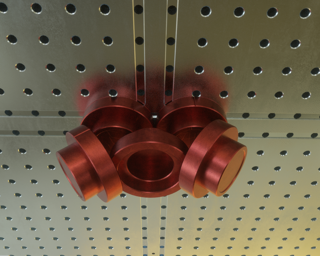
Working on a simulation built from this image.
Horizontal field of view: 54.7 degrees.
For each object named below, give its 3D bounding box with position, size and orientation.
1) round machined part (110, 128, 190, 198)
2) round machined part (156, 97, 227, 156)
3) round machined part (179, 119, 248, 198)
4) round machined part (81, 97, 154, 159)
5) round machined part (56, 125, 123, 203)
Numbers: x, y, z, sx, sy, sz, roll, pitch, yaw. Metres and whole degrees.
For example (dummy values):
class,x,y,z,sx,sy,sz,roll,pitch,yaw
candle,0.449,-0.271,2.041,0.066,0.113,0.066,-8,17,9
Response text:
class,x,y,z,sx,sy,sz,roll,pitch,yaw
round machined part,-0.012,0.038,0.376,0.099,0.042,0.097,-1,130,0
round machined part,0.042,0.010,0.409,0.099,0.042,0.097,-1,130,0
round machined part,0.069,0.042,0.370,0.042,0.099,0.097,29,138,29
round machined part,-0.056,0.010,0.408,0.099,0.042,0.097,-1,130,0
round machined part,-0.090,0.049,0.374,0.042,0.098,0.097,-30,135,-25
